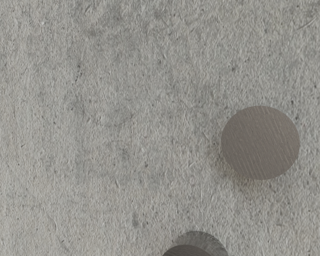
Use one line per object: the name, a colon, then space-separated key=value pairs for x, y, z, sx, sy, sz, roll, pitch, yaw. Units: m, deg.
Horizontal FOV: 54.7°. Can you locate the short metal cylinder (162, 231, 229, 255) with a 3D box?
short metal cylinder: x=0.042 y=0.174 z=0.381 sx=0.080 sy=0.050 sz=0.080 roll=0 pitch=90 yaw=20

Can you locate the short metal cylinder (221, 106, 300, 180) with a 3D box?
short metal cylinder: x=0.115 y=0.016 z=0.355 sx=0.080 sy=0.050 sz=0.080 roll=0 pitch=90 yaw=20
